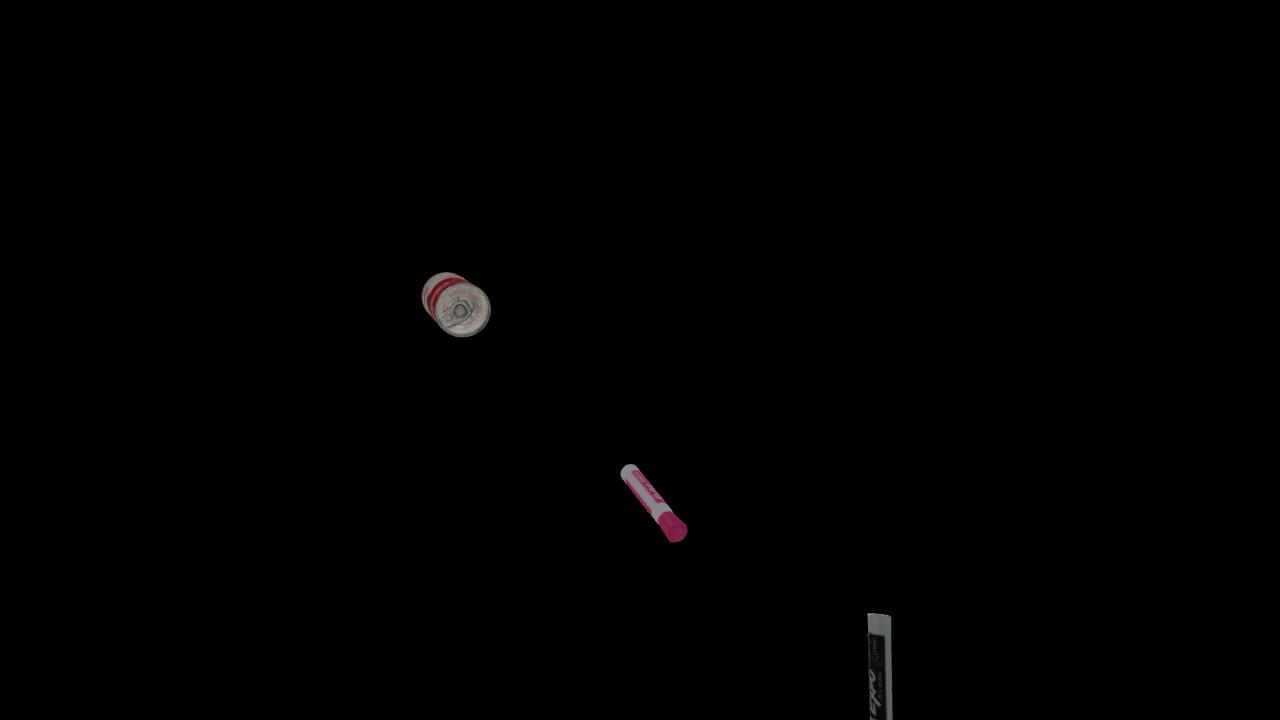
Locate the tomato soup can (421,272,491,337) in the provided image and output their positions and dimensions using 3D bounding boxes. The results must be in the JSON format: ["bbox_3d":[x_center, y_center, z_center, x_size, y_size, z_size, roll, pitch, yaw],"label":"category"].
[{"bbox_3d":[-0.236,-0.073,0.785,0.068,0.068,0.101,0,16,-29],"label":"tomato soup can"}]

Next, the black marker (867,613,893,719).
[{"bbox_3d":[0.197,0.273,0.504,0.020,0.121,0.020,5,-16,1],"label":"black marker"}]

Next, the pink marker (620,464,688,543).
[{"bbox_3d":[0.011,0.127,0.554,0.020,0.020,0.121,0,16,-22],"label":"pink marker"}]
